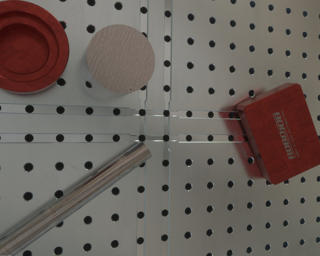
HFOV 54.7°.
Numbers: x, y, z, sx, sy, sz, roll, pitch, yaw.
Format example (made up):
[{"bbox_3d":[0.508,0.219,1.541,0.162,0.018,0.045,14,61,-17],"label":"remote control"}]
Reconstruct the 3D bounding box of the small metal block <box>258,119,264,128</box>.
[{"bbox_3d":[0.173,-0.012,0.479,0.050,0.025,0.050,27,81,-19],"label":"small metal block"}]

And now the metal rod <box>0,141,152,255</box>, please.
[{"bbox_3d":[-0.137,0.110,0.362,0.301,0.025,0.025,-35,102,-17],"label":"metal rod"}]

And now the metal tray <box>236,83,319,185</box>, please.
[{"bbox_3d":[0.181,0.008,0.464,0.090,0.030,0.129,-25,101,-3],"label":"metal tray"}]

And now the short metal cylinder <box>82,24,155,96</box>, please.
[{"bbox_3d":[-0.052,-0.080,0.381,0.081,0.050,0.079,0,90,-21],"label":"short metal cylinder"}]

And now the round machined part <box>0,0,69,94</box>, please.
[{"bbox_3d":[-0.154,-0.087,0.347,0.099,0.042,0.097,0,90,-21],"label":"round machined part"}]
